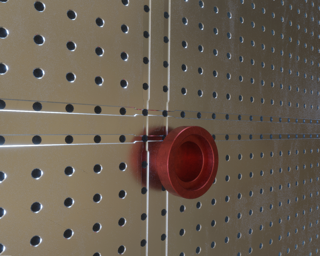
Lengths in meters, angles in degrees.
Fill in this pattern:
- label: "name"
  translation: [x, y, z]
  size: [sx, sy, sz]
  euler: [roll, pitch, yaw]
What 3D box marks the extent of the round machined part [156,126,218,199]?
- label: "round machined part"
  translation: [0.033, 0.046, 0.428]
  size: [0.099, 0.042, 0.097]
  euler: [0, 90, -40]
